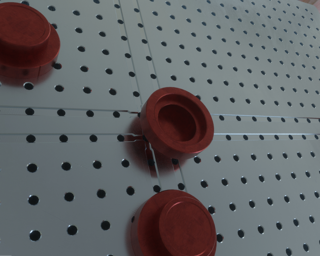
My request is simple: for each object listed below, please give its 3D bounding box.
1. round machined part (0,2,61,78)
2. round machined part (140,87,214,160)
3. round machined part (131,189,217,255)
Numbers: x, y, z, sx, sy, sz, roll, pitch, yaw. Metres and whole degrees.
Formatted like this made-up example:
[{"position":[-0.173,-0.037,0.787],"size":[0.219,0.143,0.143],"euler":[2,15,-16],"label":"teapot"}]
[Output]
[{"position":[-0.171,-0.112,0.374],"size":[0.099,0.042,0.098],"euler":[14,56,-21],"label":"round machined part"},{"position":[0.019,-0.003,0.411],"size":[0.099,0.042,0.098],"euler":[14,56,-21],"label":"round machined part"},{"position":[0.022,0.114,0.341],"size":[0.099,0.042,0.098],"euler":[14,56,-21],"label":"round machined part"}]
